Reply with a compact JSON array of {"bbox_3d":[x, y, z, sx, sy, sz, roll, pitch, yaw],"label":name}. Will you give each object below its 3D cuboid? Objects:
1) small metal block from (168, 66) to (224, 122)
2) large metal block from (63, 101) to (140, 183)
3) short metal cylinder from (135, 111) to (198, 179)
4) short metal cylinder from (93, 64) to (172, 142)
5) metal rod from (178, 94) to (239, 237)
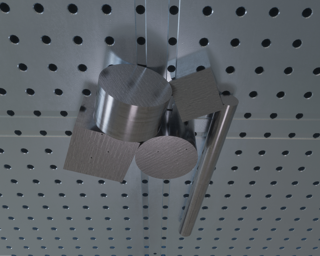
[{"bbox_3d":[0.043,-0.040,0.365,0.050,0.025,0.050,-18,101,14],"label":"small metal block"},{"bbox_3d":[-0.076,0.020,0.412,0.081,0.050,0.079,16,128,-13],"label":"large metal block"},{"bbox_3d":[0.008,0.023,0.415,0.081,0.050,0.079,0,130,0],"label":"short metal cylinder"},{"bbox_3d":[-0.032,-0.030,0.350,0.081,0.080,0.050,11,129,-9],"label":"short metal cylinder"},{"bbox_3d":[0.066,0.078,0.478,0.025,0.025,0.298,5,130,-5],"label":"metal rod"}]
